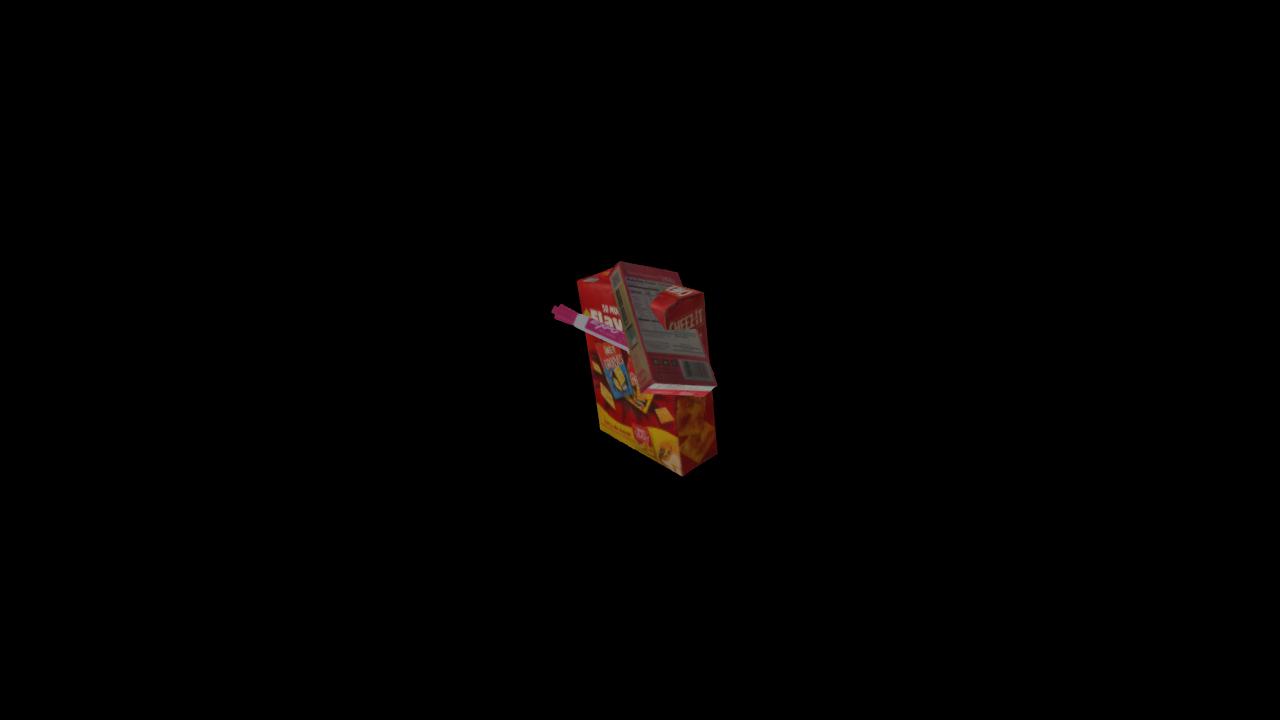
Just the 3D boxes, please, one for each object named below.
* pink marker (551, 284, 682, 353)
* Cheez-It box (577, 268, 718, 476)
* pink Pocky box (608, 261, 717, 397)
[{"bbox_3d":[-0.043,-0.033,0.696,0.121,0.020,0.020,24,-1,-3],"label":"pink marker"},{"bbox_3d":[0.008,0.010,0.755,0.071,0.223,0.166,-27,32,-33],"label":"Cheez-It box"},{"bbox_3d":[0.022,-0.034,0.661,0.084,0.155,0.029,5,-34,-34],"label":"pink Pocky box"}]
